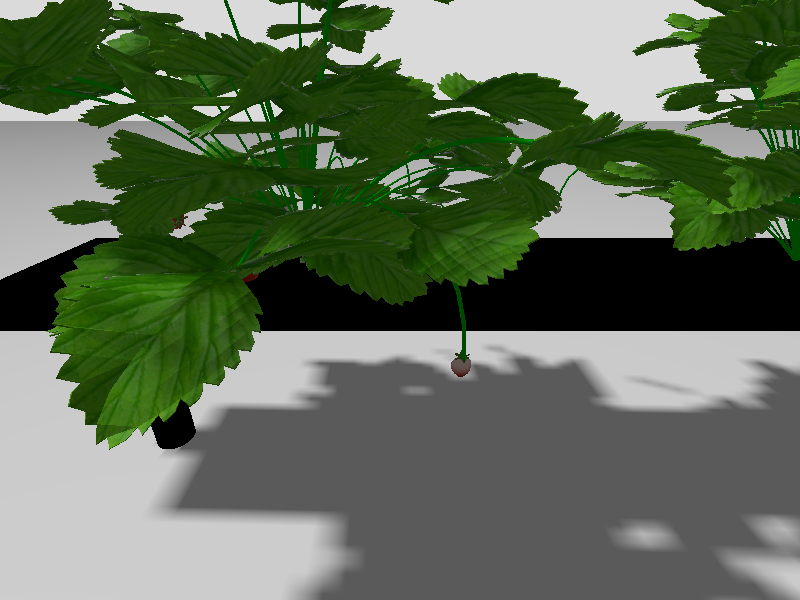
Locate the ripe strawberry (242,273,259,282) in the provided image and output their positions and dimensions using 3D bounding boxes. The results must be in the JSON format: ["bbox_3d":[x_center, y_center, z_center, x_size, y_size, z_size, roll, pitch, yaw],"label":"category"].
[{"bbox_3d":[-0.128,-0.027,0.320,0.029,0.025,0.029,21,33,36],"label":"ripe strawberry"}]

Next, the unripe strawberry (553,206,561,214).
[{"bbox_3d":[0.191,-0.110,0.488,0.010,0.010,0.009,19,32,34],"label":"unripe strawberry"}]

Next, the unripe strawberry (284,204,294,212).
[{"bbox_3d":[-0.138,-0.108,0.488,0.027,0.029,0.030,-10,27,-19],"label":"unripe strawberry"}]

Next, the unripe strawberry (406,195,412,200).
[{"bbox_3d":[0.013,-0.143,0.561,0.009,0.010,0.010,11,28,22],"label":"unripe strawberry"}]

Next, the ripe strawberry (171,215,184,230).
[{"bbox_3d":[-0.261,-0.091,0.456,0.026,0.022,0.026,9,27,29],"label":"ripe strawberry"}]
